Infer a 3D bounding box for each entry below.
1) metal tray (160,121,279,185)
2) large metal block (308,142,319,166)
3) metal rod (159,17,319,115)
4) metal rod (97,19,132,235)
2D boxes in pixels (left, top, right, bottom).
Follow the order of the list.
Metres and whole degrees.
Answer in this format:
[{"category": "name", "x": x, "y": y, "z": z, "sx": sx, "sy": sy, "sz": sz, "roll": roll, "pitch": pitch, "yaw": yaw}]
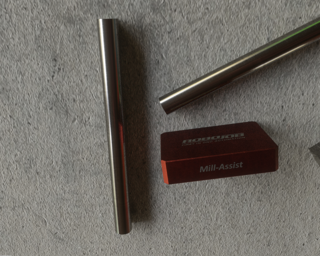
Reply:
[{"category": "metal tray", "x": 0.068, "y": 0.028, "z": 0.386, "sx": 0.131, "sy": 0.090, "sz": 0.030, "roll": -7, "pitch": 110, "yaw": 2}, {"category": "large metal block", "x": 0.257, "y": 0.040, "z": 0.399, "sx": 0.080, "sy": 0.080, "sz": 0.050, "roll": -35, "pitch": 107, "yaw": 11}, {"category": "metal rod", "x": 0.138, "y": -0.093, "z": 0.377, "sx": 0.301, "sy": 0.025, "sz": 0.025, "roll": -26, "pitch": 108, "yaw": 8}, {"category": "metal rod", "x": -0.058, "y": 0.012, "z": 0.413, "sx": 0.025, "sy": 0.025, "sz": 0.298, "roll": -1, "pitch": 110, "yaw": 0}]
